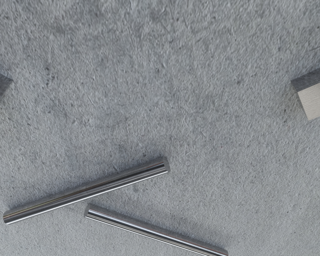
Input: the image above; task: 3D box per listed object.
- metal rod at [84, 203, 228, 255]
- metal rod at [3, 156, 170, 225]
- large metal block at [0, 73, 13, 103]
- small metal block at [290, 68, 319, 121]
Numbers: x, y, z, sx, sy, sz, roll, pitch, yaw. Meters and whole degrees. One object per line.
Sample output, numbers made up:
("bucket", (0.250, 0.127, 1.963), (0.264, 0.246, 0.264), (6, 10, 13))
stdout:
("metal rod", (0.004, 0.200, 0.577), (0.302, 0.025, 0.025), (26, 125, -21))
("metal rod", (-0.125, 0.104, 0.493), (0.301, 0.025, 0.025), (-21, 127, 16))
("large metal block", (-0.233, -0.036, 0.357), (0.080, 0.050, 0.080), (30, 124, -24))
("small metal block", (0.194, -0.043, 0.374), (0.050, 0.025, 0.050), (-25, 126, 19))
